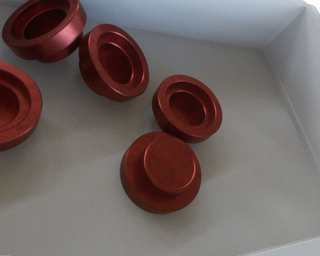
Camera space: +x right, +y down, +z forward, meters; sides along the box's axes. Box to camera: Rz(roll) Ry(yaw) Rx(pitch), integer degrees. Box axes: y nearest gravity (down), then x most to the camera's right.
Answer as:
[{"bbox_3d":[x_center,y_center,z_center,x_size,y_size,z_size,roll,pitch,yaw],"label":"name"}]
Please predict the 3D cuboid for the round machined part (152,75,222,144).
[{"bbox_3d":[0.033,-0.022,0.428,0.099,0.042,0.098,14,56,-21],"label":"round machined part"}]

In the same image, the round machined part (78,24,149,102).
[{"bbox_3d":[-0.063,-0.078,0.395,0.098,0.042,0.098,26,53,-41],"label":"round machined part"}]

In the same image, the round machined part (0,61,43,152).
[{"bbox_3d":[-0.174,-0.019,0.313,0.099,0.042,0.098,14,56,-21],"label":"round machined part"}]

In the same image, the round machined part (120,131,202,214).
[{"bbox_3d":[0.006,0.048,0.365,0.099,0.042,0.098,11,62,-21],"label":"round machined part"}]

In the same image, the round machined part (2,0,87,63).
[{"bbox_3d":[-0.133,-0.117,0.374,0.098,0.042,0.098,-8,55,13],"label":"round machined part"}]
